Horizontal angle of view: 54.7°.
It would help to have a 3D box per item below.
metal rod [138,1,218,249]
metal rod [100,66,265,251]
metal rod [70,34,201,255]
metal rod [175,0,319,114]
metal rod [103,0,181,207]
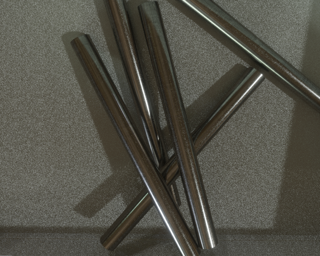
[{"bbox_3d":[0.023,0.001,0.373,0.025,0.025,0.298,-14,95,5],"label":"metal rod"},{"bbox_3d":[0.025,0.044,0.404,0.025,0.025,0.299,39,97,-13],"label":"metal rod"},{"bbox_3d":[-0.028,0.026,0.380,0.025,0.025,0.299,-27,93,9],"label":"metal rod"},{"bbox_3d":[0.147,-0.075,0.384,0.301,0.025,0.025,34,107,-12],"label":"metal rod"},{"bbox_3d":[-0.018,-0.023,0.402,0.025,0.025,0.298,-14,110,5],"label":"metal rod"}]
